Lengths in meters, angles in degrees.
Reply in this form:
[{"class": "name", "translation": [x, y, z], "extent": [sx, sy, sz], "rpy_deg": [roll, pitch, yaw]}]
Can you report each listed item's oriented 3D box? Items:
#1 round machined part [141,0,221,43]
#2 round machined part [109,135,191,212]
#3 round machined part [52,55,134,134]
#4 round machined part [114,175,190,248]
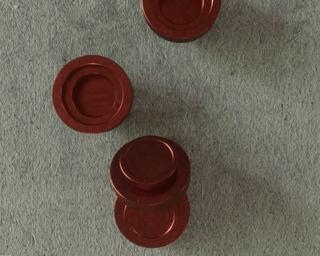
[{"class": "round machined part", "translation": [0.026, -0.158, 0.401], "extent": [0.099, 0.042, 0.097], "rpy_deg": [0, 90, 0]}, {"class": "round machined part", "translation": [-0.012, 0.048, 0.376], "extent": [0.099, 0.042, 0.098], "rpy_deg": [-1, 51, 2]}, {"class": "round machined part", "translation": [-0.083, -0.041, 0.401], "extent": [0.099, 0.042, 0.097], "rpy_deg": [0, 90, 0]}, {"class": "round machined part", "translation": [-0.010, 0.108, 0.401], "extent": [0.099, 0.042, 0.097], "rpy_deg": [0, 90, 0]}]
